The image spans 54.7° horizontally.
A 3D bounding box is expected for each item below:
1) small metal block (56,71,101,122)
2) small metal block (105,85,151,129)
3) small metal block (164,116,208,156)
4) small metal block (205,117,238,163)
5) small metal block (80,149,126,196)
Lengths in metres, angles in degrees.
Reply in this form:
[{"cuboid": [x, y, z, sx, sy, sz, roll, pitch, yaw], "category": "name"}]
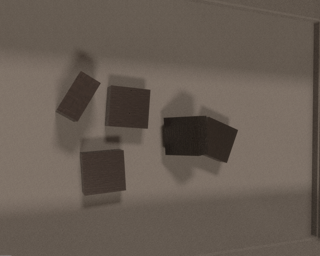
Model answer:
[{"cuboid": [-0.097, -0.035, 0.362, 0.025, 0.050, 0.050, 32, 80, -18], "category": "small metal block"}, {"cuboid": [-0.042, -0.026, 0.396, 0.050, 0.025, 0.050, 4, 89, -20], "category": "small metal block"}, {"cuboid": [0.034, 0.010, 0.408, 0.025, 0.050, 0.050, -5, 92, -56], "category": "small metal block"}, {"cuboid": [0.076, 0.017, 0.440, 0.050, 0.025, 0.050, 23, 82, -19], "category": "small metal block"}, {"cuboid": [-0.071, 0.054, 0.385, 0.050, 0.025, 0.050, -4, 92, -20], "category": "small metal block"}]
